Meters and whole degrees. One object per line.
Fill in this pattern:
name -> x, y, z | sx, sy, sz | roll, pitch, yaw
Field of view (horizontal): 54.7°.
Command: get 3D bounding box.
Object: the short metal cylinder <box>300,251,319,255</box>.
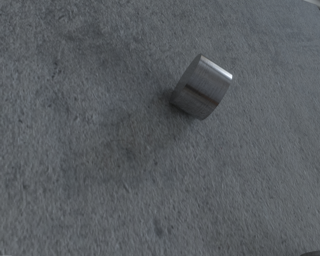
short metal cylinder -> 0.218, 0.183, 0.377 | 0.081, 0.080, 0.050 | 17, 55, -19

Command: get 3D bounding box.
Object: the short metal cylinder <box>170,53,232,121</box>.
short metal cylinder -> 0.056, -0.057, 0.435 | 0.050, 0.080, 0.080 | 31, 52, -9
